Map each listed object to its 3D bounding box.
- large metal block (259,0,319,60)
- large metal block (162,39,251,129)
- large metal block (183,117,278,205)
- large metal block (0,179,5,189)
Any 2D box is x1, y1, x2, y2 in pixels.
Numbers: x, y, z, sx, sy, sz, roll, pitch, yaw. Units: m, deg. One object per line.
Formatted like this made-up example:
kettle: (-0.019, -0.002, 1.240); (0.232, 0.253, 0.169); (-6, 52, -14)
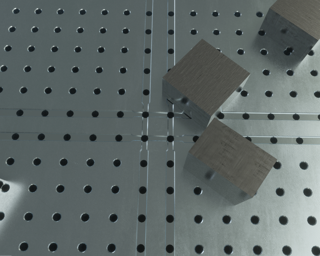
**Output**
large metal block: (0.211, -0.162, 0.459); (0.080, 0.050, 0.080); (41, 75, 13)
large metal block: (0.060, -0.059, 0.420); (0.080, 0.050, 0.080); (40, 75, 13)
large metal block: (0.078, 0.043, 0.367); (0.080, 0.080, 0.050); (35, 74, 12)
large metal block: (-0.252, 0.078, 0.369); (0.080, 0.050, 0.080); (23, 72, 8)
